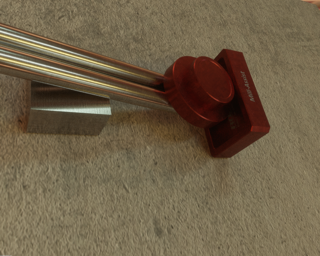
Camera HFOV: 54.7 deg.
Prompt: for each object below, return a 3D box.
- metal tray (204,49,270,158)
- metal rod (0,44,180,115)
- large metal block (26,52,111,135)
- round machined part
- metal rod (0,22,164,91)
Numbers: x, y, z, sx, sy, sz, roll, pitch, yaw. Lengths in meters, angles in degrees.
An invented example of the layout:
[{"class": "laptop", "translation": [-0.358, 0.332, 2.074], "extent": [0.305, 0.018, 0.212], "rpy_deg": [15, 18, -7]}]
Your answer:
[{"class": "metal tray", "translation": [0.094, -0.033, 0.436], "extent": [0.030, 0.090, 0.130], "rpy_deg": [4, 60, -27]}, {"class": "metal rod", "translation": [-0.036, -0.041, 0.354], "extent": [0.302, 0.025, 0.025], "rpy_deg": [11, 56, -38]}, {"class": "large metal block", "translation": [-0.106, -0.040, 0.352], "extent": [0.081, 0.050, 0.080], "rpy_deg": [3, 60, -27]}, {"class": "round machined part", "translation": [0.056, -0.052, 0.396], "extent": [0.099, 0.042, 0.098], "rpy_deg": [21, 52, -29]}, {"class": "metal rod", "translation": [-0.040, -0.065, 0.366], "extent": [0.302, 0.025, 0.025], "rpy_deg": [10, 57, -38]}]
